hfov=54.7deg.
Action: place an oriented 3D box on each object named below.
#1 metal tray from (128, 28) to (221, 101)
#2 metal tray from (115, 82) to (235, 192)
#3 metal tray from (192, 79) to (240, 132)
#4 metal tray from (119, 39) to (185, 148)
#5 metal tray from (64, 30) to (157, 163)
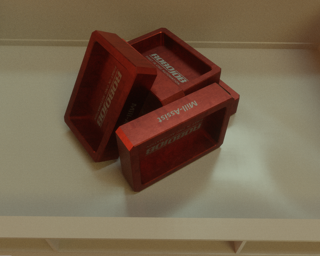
[{"bbox_3d":[0.009,-0.086,0.433,0.091,0.030,0.130,-30,56,-23],"label":"metal tray"},{"bbox_3d":[0.018,0.011,0.351,0.131,0.089,0.030,-26,55,-21],"label":"metal tray"},{"bbox_3d":[0.037,-0.053,0.447,0.091,0.030,0.130,-28,55,-20],"label":"metal tray"},{"bbox_3d":[-0.023,-0.043,0.396,0.030,0.089,0.130,-30,57,-23],"label":"metal tray"},{"bbox_3d":[-0.064,-0.035,0.366,0.030,0.129,0.090,-6,42,-47],"label":"metal tray"}]
